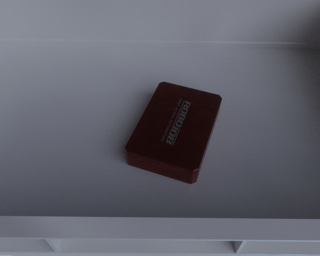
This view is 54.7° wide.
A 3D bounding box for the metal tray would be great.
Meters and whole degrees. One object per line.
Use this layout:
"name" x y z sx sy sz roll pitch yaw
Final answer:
"metal tray" 0.021 0.000 0.402 0.090 0.030 0.130 16 52 12
